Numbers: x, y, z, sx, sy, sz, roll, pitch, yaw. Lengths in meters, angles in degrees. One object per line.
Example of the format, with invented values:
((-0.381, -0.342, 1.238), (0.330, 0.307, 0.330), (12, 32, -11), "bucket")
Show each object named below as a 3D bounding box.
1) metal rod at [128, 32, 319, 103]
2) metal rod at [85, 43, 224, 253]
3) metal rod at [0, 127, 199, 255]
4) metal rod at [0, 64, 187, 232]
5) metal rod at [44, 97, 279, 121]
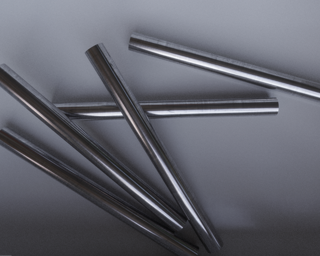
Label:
((0.107, -0.075, 0.411), (0.302, 0.025, 0.025), (15, 90, 0), "metal rod")
((-0.003, 0.031, 0.392), (0.025, 0.025, 0.299), (-31, 98, 0), "metal rod")
((-0.082, 0.089, 0.410), (0.301, 0.025, 0.025), (32, 90, 0), "metal rod")
((-0.084, 0.030, 0.393), (0.300, 0.025, 0.025), (41, 90, -7), "metal rod")
((0.002, -0.025, 0.411), (0.302, 0.025, 0.025), (-1, 90, 0), "metal rod")
